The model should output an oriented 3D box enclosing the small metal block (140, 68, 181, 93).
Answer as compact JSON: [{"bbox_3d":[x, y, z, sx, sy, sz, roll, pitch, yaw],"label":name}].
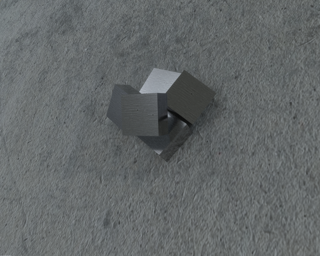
[{"bbox_3d":[0.004,-0.053,0.435,0.050,0.025,0.050,19,71,35],"label":"small metal block"}]

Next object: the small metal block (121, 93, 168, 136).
[{"bbox_3d":[-0.019,-0.016,0.377,0.050,0.025,0.050,0,94,28],"label":"small metal block"}]

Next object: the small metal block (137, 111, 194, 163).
[{"bbox_3d":[0.005,0.008,0.397,0.050,0.025,0.050,-48,52,-6],"label":"small metal block"}]

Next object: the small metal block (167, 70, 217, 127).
[{"bbox_3d":[0.035,-0.037,0.394,0.050,0.025,0.050,37,81,4],"label":"small metal block"}]

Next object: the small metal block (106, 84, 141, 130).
[{"bbox_3d":[-0.045,-0.027,0.429,0.050,0.025,0.050,38,119,37],"label":"small metal block"}]
